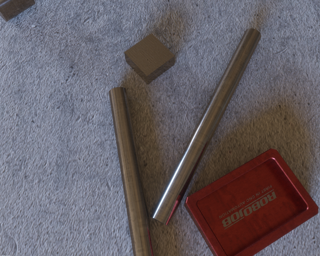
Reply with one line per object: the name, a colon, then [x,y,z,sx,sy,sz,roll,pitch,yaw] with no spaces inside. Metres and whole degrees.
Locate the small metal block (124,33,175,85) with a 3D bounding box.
small metal block: [-0.015,-0.099,0.444,0.050,0.025,0.050,-39,75,-13]

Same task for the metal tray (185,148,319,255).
metal tray: [0.107,0.094,0.371,0.131,0.030,0.090,-28,73,-10]

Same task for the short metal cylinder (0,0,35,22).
short metal cylinder: [-0.231,-0.204,0.452,0.050,0.080,0.080,-40,75,-13]

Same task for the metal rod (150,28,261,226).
metal rod: [0.069,-0.014,0.413,0.025,0.025,0.300,26,72,9]

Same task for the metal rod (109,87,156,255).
metal rod: [-0.029,0.088,0.375,0.025,0.025,0.299,-10,70,-4]
